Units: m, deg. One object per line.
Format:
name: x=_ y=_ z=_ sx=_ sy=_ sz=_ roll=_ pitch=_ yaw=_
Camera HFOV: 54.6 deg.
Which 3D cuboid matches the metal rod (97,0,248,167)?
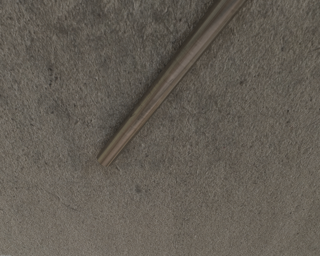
metal rod: x=0.004 y=-0.050 z=0.364 sx=0.025 sy=0.025 sz=0.299 roll=27 pitch=125 yaw=-21
